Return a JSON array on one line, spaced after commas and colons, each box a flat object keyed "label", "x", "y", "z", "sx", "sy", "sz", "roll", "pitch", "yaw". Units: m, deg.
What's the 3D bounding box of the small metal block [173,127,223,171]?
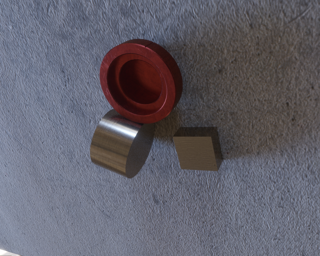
[{"label": "small metal block", "x": 0.049, "y": 0.026, "z": 0.396, "sx": 0.050, "sy": 0.025, "sz": 0.050, "roll": -1, "pitch": 118, "yaw": 28}]

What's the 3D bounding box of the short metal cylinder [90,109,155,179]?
[{"label": "short metal cylinder", "x": -0.047, "y": 0.020, "z": 0.407, "sx": 0.050, "sy": 0.080, "sz": 0.079, "roll": 20, "pitch": 126, "yaw": 16}]

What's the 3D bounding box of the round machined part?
[{"label": "round machined part", "x": -0.019, "y": -0.058, "z": 0.368, "sx": 0.098, "sy": 0.042, "sz": 0.097, "roll": 13, "pitch": 123, "yaw": 20}]
